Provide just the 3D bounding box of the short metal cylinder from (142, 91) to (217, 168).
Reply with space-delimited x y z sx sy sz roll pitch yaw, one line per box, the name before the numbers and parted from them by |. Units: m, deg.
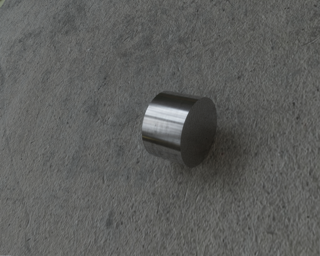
short metal cylinder | 0.024 0.000 0.356 0.050 0.080 0.080 14 69 34
